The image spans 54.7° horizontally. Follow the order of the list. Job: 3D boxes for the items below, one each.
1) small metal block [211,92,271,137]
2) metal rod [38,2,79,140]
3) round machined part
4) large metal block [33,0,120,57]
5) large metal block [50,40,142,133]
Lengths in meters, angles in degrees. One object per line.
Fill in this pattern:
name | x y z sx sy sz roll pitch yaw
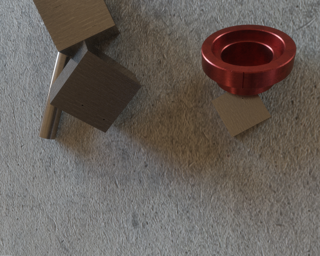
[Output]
small metal block | 0.098 -0.023 0.374 0.050 0.025 0.050 -31 80 17
metal rod | -0.133 -0.129 0.455 0.025 0.025 0.298 17 96 19
round machined part | 0.097 -0.073 0.347 0.098 0.098 0.042 10 138 19
large metal block | -0.110 -0.152 0.415 0.080 0.050 0.080 -25 95 2
large metal block | -0.085 -0.053 0.403 0.080 0.080 0.050 -51 32 13
